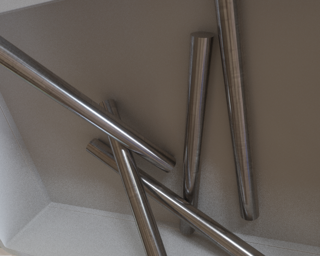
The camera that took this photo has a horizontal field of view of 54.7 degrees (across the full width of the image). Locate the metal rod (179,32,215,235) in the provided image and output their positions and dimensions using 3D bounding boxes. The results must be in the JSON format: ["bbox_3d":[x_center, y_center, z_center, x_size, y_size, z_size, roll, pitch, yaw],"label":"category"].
[{"bbox_3d":[0.043,0.029,0.402,0.025,0.025,0.298,14,124,20],"label":"metal rod"}]

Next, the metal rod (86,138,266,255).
[{"bbox_3d":[0.016,0.102,0.432,0.300,0.025,0.025,32,129,18],"label":"metal rod"}]

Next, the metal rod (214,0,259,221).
[{"bbox_3d":[0.090,-0.015,0.351,0.025,0.025,0.298,1,119,27],"label":"metal rod"}]

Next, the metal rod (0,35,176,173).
[{"bbox_3d":[-0.091,-0.026,0.360,0.025,0.025,0.301,-28,129,37],"label":"metal rod"}]

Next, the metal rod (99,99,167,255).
[{"bbox_3d":[-0.025,0.104,0.401,0.025,0.025,0.299,-27,77,37],"label":"metal rod"}]
